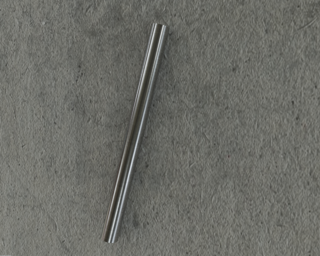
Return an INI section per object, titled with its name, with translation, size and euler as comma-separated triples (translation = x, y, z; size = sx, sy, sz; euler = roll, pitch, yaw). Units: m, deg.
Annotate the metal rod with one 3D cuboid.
[metal rod]
translation = -0.035, 0.010, 0.421
size = 0.025, 0.025, 0.298
euler = 16, 95, 19
